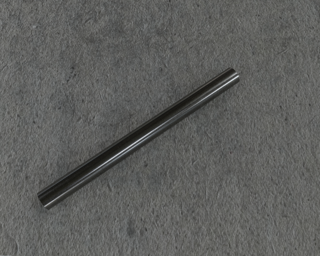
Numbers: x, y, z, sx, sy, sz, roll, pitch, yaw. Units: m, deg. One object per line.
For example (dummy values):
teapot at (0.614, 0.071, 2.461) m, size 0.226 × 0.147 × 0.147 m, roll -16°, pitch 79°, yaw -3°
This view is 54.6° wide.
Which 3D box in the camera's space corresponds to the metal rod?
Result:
metal rod at (-0.019, 0.007, 0.407) m, size 0.301 × 0.025 × 0.025 m, roll -34°, pitch 74°, yaw -12°
